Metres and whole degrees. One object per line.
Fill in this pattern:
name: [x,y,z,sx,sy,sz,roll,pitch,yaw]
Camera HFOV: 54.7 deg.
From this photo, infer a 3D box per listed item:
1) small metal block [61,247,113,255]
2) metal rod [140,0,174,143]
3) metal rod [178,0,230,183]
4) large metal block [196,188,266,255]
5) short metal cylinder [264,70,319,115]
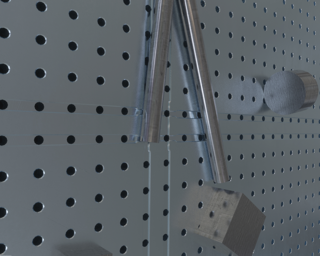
small metal block: [-0.083,0.163,0.340,0.050,0.025,0.050,10,84,-40]
metal rod: [0.002,-0.130,0.409,0.025,0.025,0.298,10,84,-40]
metal rod: [0.066,-0.061,0.463,0.025,0.025,0.298,-21,104,-38]
large metal block: [0.114,0.153,0.489,0.080,0.050,0.080,44,63,-31]
short metal cylinder: [0.243,-0.067,0.577,0.050,0.080,0.079,-12,98,-40]
